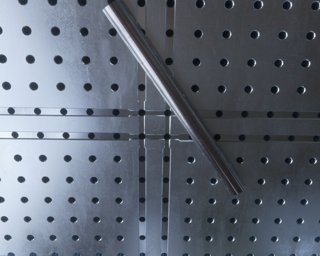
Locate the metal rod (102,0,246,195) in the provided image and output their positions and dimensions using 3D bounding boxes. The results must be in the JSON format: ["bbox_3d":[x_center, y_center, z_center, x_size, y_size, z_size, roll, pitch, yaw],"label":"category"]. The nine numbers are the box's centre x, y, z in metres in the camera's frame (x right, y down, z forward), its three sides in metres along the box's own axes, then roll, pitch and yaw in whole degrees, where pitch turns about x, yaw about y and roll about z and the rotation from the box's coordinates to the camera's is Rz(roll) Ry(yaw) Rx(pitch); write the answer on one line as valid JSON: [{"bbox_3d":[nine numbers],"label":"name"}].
[{"bbox_3d":[0.028,-0.028,0.403,0.025,0.025,0.299,-33,107,11],"label":"metal rod"}]
